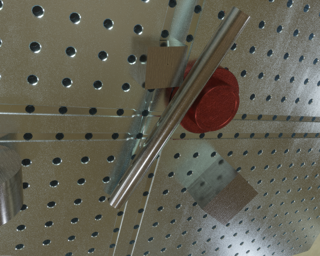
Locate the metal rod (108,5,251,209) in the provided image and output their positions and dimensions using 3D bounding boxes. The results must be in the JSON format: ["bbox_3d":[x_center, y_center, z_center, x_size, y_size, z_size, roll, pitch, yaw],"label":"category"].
[{"bbox_3d":[0.012,-0.009,0.389,0.025,0.025,0.298,17,117,-35],"label":"metal rod"}]

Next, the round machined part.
[{"bbox_3d":[0.067,-0.034,0.418,0.099,0.042,0.097,-14,124,-21],"label":"round machined part"}]

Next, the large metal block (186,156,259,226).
[{"bbox_3d":[0.106,0.107,0.521,0.080,0.050,0.080,-45,130,3],"label":"large metal block"}]

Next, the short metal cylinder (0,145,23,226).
[{"bbox_3d":[-0.183,0.058,0.312,0.081,0.080,0.050,-5,121,-27],"label":"short metal cylinder"}]

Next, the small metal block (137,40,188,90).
[{"bbox_3d":[0.002,-0.075,0.367,0.050,0.025,0.050,-8,122,-25],"label":"small metal block"}]
